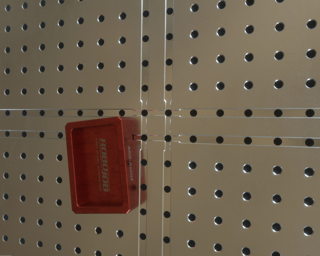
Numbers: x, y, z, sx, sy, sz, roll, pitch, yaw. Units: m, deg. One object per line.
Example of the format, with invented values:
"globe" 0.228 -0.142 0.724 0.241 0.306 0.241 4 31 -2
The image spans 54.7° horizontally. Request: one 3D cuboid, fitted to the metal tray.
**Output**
"metal tray" -0.083 0.053 0.437 0.090 0.030 0.129 -6 88 19
